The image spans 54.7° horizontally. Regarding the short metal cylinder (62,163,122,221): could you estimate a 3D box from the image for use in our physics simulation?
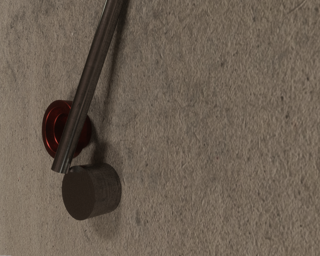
[{"bbox_3d":[-0.105,0.095,0.473,0.080,0.050,0.079,0,90,39],"label":"short metal cylinder"}]

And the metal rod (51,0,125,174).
[{"bbox_3d":[-0.101,-0.078,0.453,0.025,0.025,0.298,20,93,38],"label":"metal rod"}]

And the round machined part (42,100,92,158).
[{"bbox_3d":[-0.151,0.003,0.516,0.098,0.042,0.097,0,90,39],"label":"round machined part"}]
